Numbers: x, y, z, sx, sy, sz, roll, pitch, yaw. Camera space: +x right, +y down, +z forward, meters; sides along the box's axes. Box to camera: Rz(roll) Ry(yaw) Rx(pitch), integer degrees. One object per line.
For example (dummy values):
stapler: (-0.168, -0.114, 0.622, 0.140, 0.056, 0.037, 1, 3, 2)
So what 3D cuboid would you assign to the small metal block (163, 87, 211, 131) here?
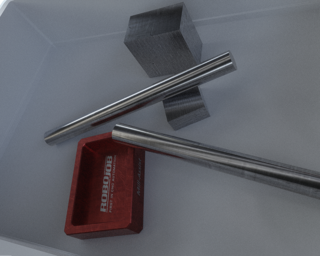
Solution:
small metal block: (0.033, -0.031, 0.407, 0.050, 0.025, 0.050, -23, 53, 14)

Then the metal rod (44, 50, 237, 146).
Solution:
metal rod: (-0.043, -0.031, 0.421, 0.300, 0.025, 0.025, -20, 54, 25)

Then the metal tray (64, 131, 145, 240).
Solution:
metal tray: (-0.067, 0.068, 0.393, 0.090, 0.030, 0.130, -13, 56, 20)

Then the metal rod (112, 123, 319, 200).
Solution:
metal rod: (0.079, 0.037, 0.320, 0.301, 0.025, 0.025, 13, 69, 26)

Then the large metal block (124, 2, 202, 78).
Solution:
large metal block: (0.008, -0.120, 0.439, 0.080, 0.080, 0.050, -5, 60, 25)
